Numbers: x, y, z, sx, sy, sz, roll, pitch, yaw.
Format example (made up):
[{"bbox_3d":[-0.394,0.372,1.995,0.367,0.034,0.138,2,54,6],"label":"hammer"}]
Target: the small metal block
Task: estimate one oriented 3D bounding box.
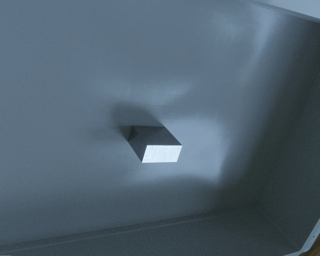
[{"bbox_3d":[-0.007,0.020,0.403,0.050,0.050,0.025,2,117,-30],"label":"small metal block"}]
